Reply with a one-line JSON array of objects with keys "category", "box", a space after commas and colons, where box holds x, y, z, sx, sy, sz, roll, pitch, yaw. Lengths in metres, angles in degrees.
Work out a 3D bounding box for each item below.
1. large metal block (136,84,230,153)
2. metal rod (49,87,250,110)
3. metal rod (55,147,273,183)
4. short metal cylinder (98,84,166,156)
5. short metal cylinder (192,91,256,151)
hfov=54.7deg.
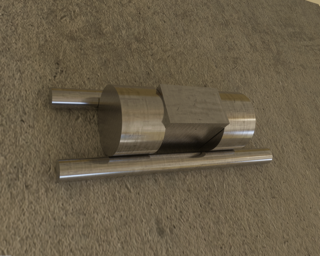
[{"category": "large metal block", "box": [0.024, -0.009, 0.385, 0.081, 0.080, 0.050, 0, 62, -28]}, {"category": "metal rod", "box": [0.006, -0.036, 0.431, 0.303, 0.025, 0.025, -1, 62, -29]}, {"category": "metal rod", "box": [0.027, 0.043, 0.393, 0.303, 0.025, 0.025, -1, 62, -29]}, {"category": "short metal cylinder", "box": [-0.035, -0.009, 0.356, 0.050, 0.080, 0.080, -1, 62, -29]}, {"category": "short metal cylinder", "box": [0.081, -0.010, 0.419, 0.050, 0.080, 0.080, -1, 62, -29]}]
